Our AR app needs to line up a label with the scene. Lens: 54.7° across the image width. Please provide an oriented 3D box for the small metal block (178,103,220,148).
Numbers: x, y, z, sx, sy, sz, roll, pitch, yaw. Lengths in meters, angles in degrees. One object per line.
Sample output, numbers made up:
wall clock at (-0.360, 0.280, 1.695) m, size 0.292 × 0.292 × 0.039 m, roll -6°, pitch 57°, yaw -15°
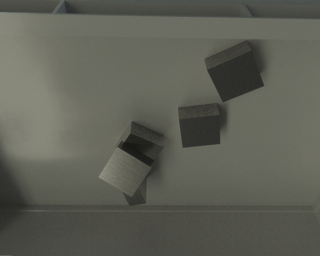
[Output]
small metal block at (0.052, -0.003, 0.408) m, size 0.050 × 0.025 × 0.050 m, roll -6°, pitch 130°, yaw 5°

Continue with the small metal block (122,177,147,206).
small metal block at (-0.039, 0.079, 0.459) m, size 0.025 × 0.050 × 0.050 m, roll -11°, pitch 130°, yaw 9°

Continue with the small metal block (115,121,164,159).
small metal block at (-0.029, 0.025, 0.430) m, size 0.050 × 0.025 × 0.050 m, roll 24°, pitch 126°, yaw -19°

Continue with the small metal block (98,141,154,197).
small metal block at (-0.043, 0.053, 0.405) m, size 0.050 × 0.025 × 0.050 m, roll 32°, pitch 106°, yaw -3°

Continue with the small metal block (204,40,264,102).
small metal block at (0.085, -0.064, 0.356) m, size 0.050 × 0.025 × 0.050 m, roll -22°, pitch 127°, yaw 17°
